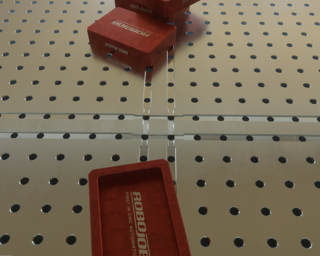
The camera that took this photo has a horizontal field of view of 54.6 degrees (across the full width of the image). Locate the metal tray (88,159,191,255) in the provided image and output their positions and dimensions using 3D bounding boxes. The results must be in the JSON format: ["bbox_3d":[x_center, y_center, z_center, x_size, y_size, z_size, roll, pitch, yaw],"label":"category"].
[{"bbox_3d":[-0.024,0.099,0.321,0.091,0.030,0.130,-8,50,-7],"label":"metal tray"}]

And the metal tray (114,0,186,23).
[{"bbox_3d":[-0.015,-0.261,0.623,0.130,0.030,0.090,22,53,18],"label":"metal tray"}]

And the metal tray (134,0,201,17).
[{"bbox_3d":[0.027,-0.262,0.584,0.131,0.030,0.090,-36,59,-26],"label":"metal tray"}]

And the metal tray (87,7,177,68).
[{"bbox_3d":[-0.048,-0.161,0.540,0.130,0.030,0.090,26,55,20],"label":"metal tray"}]
